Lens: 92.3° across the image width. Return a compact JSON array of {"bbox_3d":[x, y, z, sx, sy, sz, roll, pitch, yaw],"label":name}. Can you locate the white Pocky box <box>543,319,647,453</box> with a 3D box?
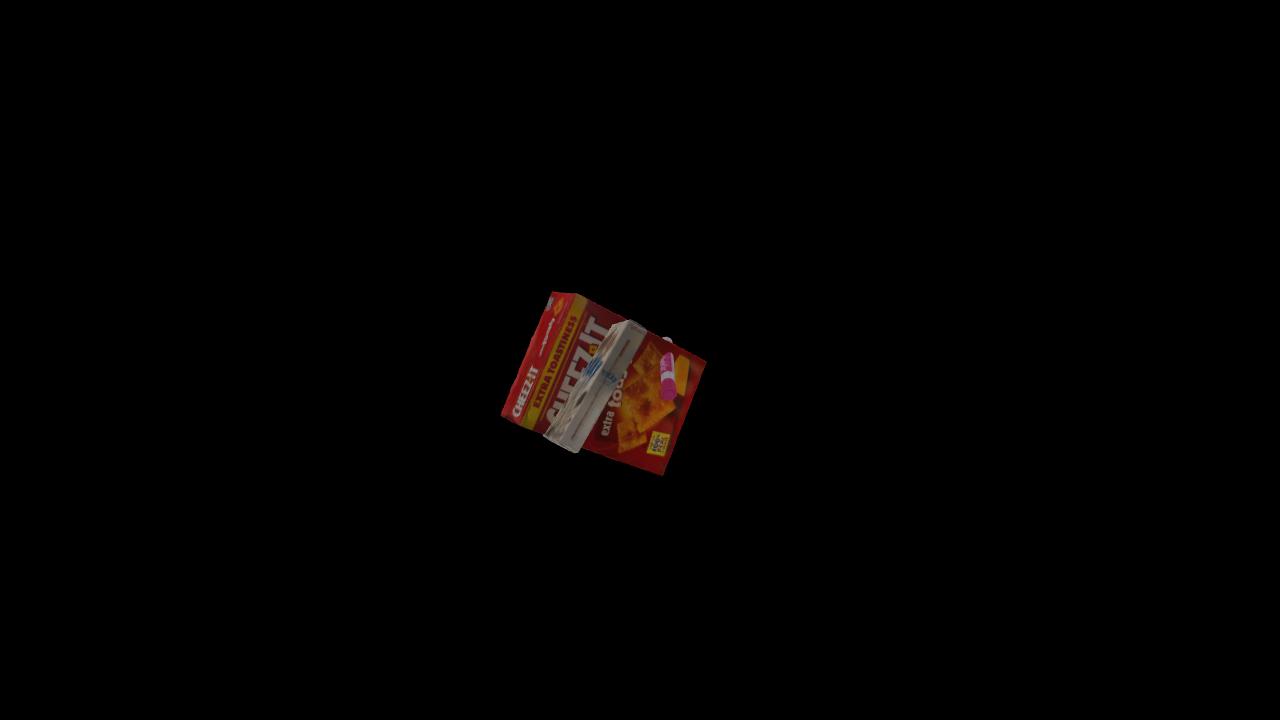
[{"bbox_3d":[-0.051,0.028,0.685,0.028,0.154,0.084,33,-12,-16],"label":"white Pocky box"}]

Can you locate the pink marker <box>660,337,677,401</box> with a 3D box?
[{"bbox_3d":[0.034,0.010,0.759,0.020,0.020,0.121,0,33,0],"label":"pink marker"}]

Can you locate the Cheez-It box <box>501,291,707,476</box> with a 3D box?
[{"bbox_3d":[-0.038,0.032,0.769,0.223,0.166,0.071,26,-7,-33],"label":"Cheez-It box"}]
